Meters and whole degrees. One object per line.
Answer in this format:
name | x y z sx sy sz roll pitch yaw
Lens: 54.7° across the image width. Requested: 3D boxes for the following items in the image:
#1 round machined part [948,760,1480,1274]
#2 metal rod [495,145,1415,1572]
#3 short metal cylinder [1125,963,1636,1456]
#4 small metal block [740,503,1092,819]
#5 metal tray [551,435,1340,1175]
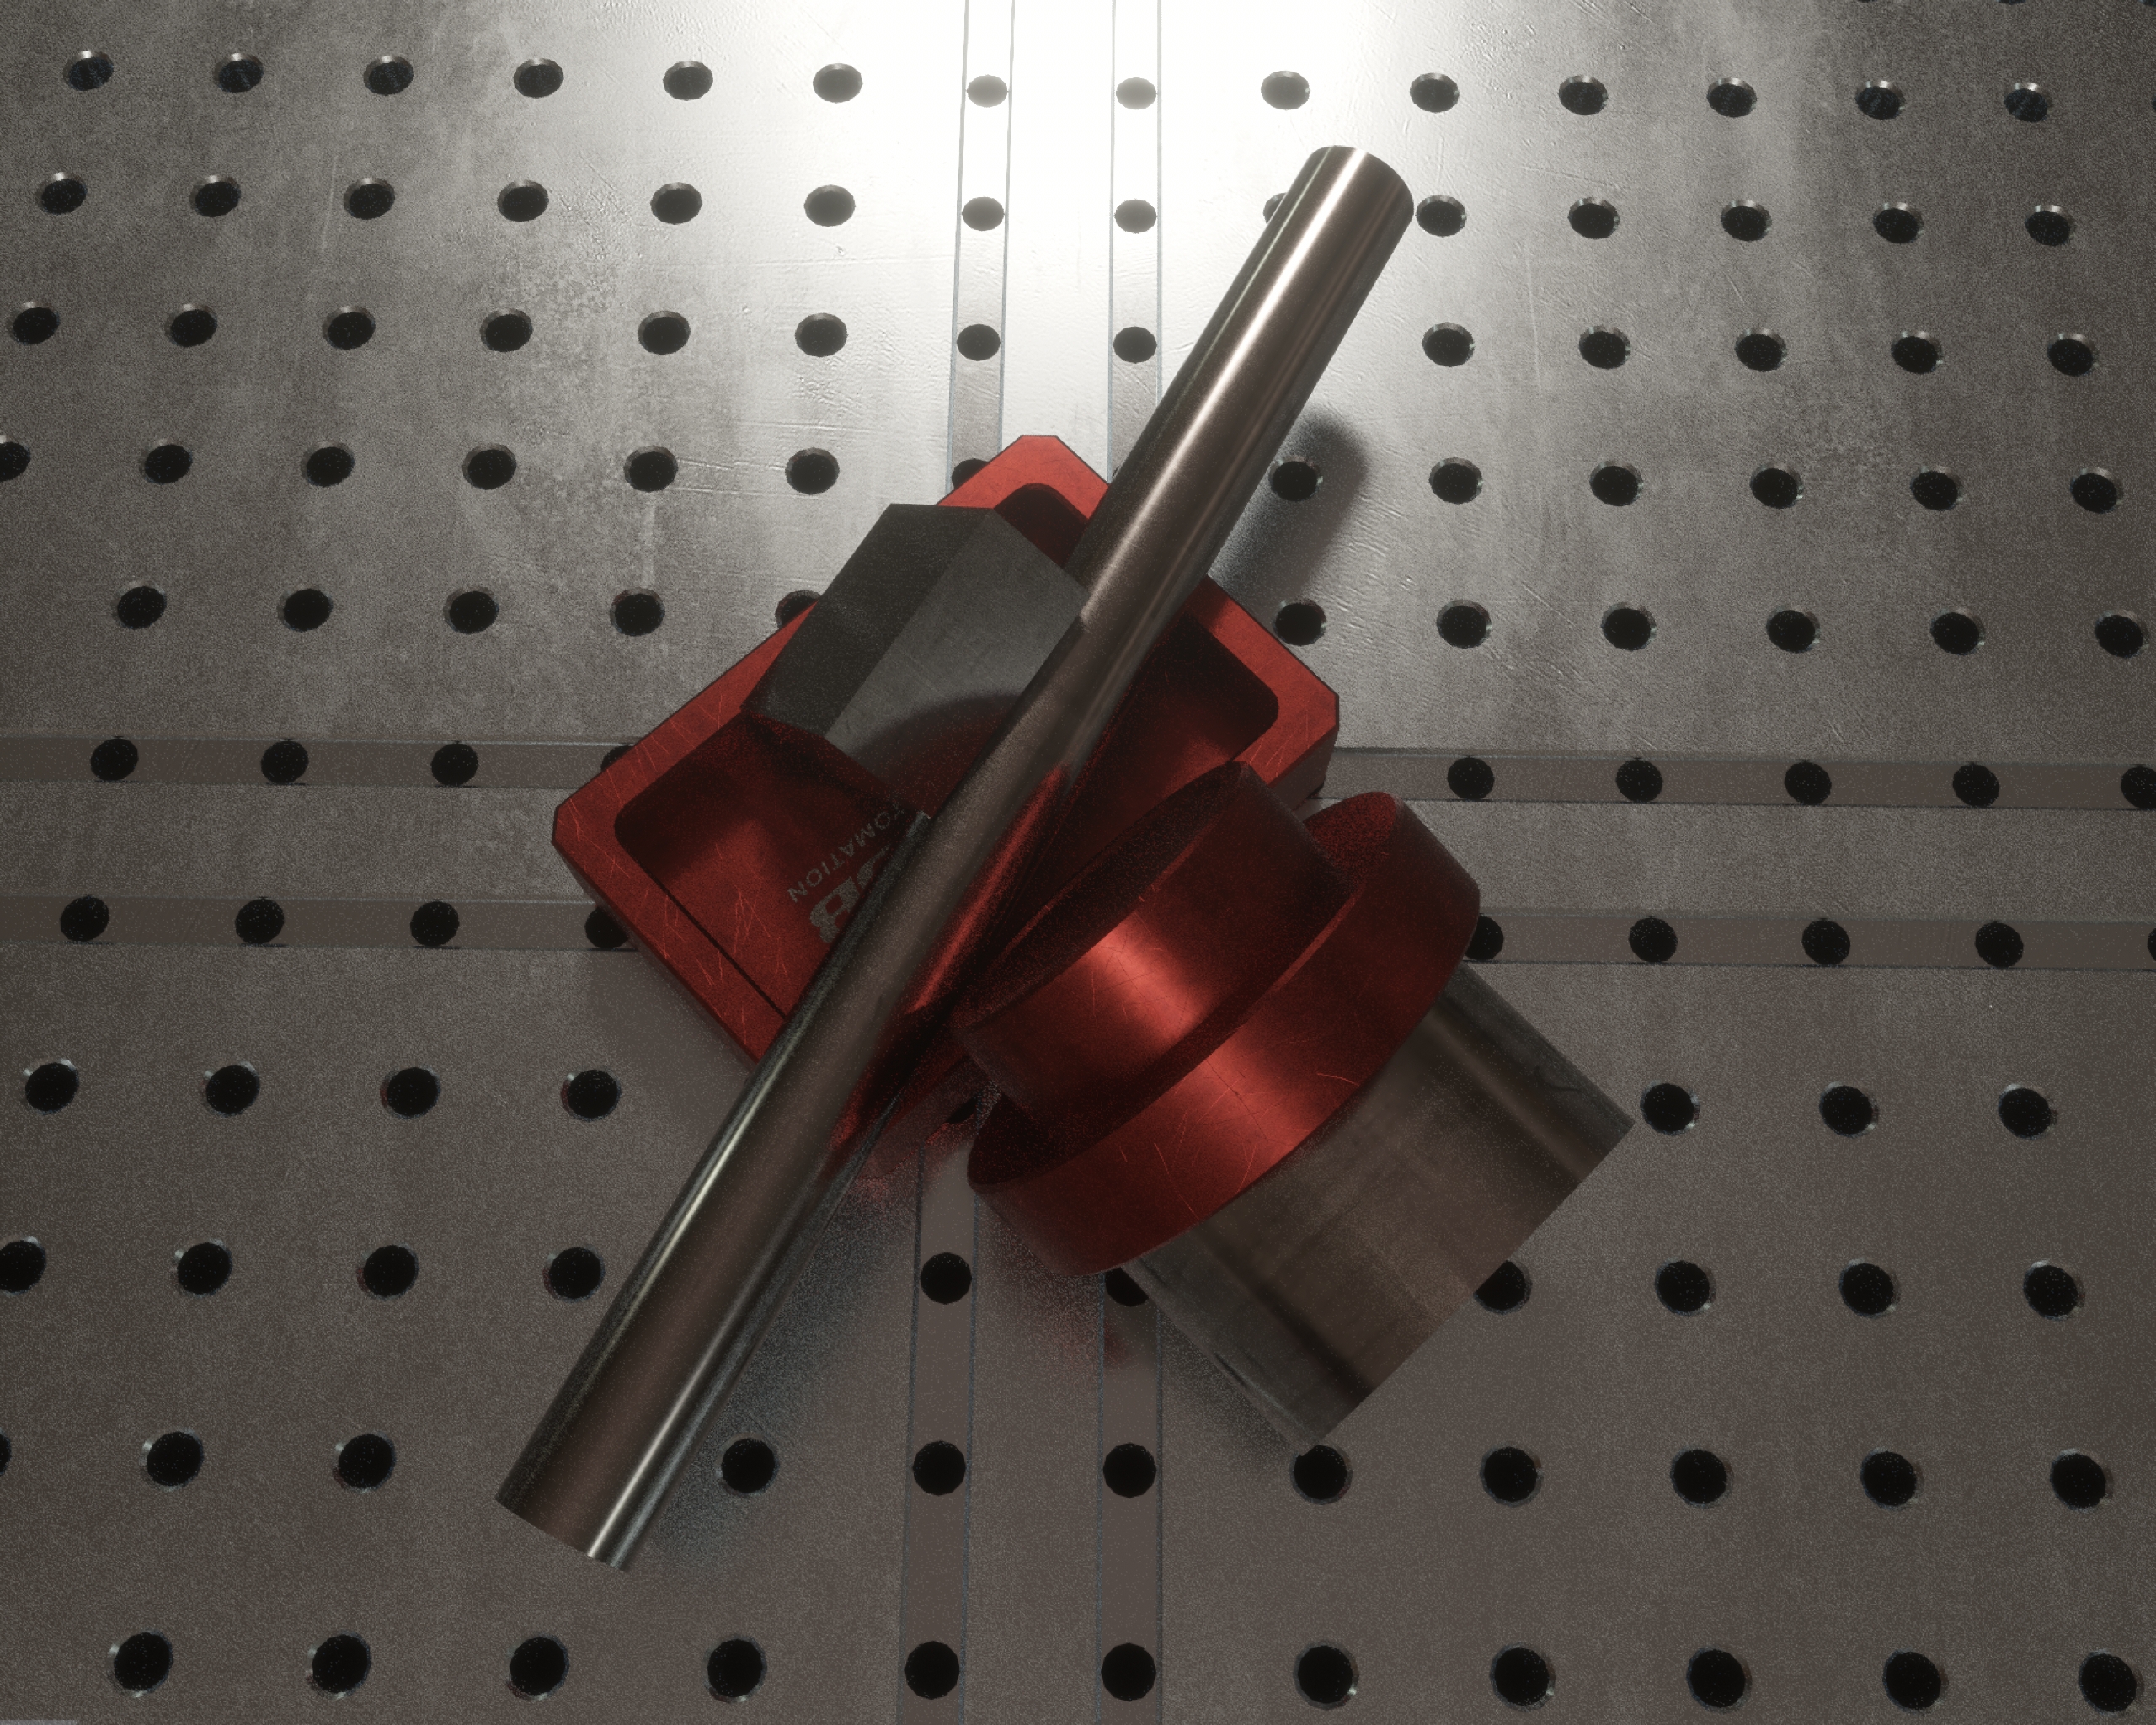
round machined part | 0.017 0.020 0.355 0.098 0.098 0.042 -44 98 -15
metal rod | -0.013 -0.015 0.385 0.025 0.025 0.300 27 72 9
short metal cylinder | 0.049 0.056 0.361 0.080 0.080 0.050 -42 76 -14
small metal block | -0.031 -0.039 0.389 0.025 0.050 0.050 39 82 -27
metal tray | -0.024 -0.013 0.413 0.130 0.030 0.090 -41 76 -14
